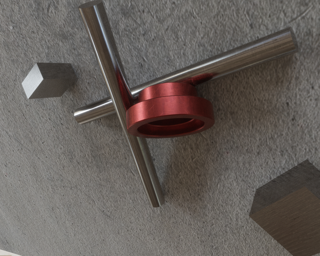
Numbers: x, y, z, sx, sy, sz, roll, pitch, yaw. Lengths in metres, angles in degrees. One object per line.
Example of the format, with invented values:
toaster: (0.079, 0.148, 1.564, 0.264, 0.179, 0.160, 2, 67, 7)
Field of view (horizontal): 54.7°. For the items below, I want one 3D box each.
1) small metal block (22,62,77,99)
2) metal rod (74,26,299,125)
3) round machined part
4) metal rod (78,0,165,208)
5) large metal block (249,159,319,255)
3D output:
small metal block: (-0.152, -0.065, 0.425, 0.050, 0.050, 0.025, -35, 76, 38)
metal rod: (0.005, -0.050, 0.372, 0.300, 0.025, 0.025, -15, 111, 34)
round machined part: (0.011, -0.020, 0.354, 0.098, 0.099, 0.042, -16, 72, 34)
metal rod: (-0.037, -0.005, 0.392, 0.025, 0.025, 0.298, 4, 129, 26)
large metal block: (0.167, 0.097, 0.362, 0.080, 0.050, 0.080, 42, 129, -2)
